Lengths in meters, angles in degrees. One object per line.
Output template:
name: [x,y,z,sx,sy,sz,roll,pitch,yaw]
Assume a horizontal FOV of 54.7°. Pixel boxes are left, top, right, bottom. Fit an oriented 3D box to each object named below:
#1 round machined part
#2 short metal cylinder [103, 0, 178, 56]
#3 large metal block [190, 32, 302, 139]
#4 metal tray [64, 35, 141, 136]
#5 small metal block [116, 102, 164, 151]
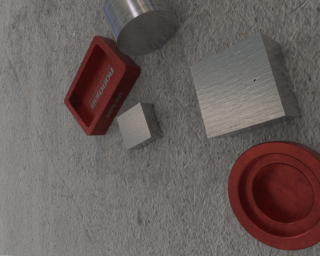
round machined part: [0.119,0.060,0.296,0.098,0.042,0.097,0,90,40]
short metal cylinder: [-0.025,-0.136,0.390,0.080,0.081,0.050,-38,67,33]
large metal block: [0.086,-0.038,0.318,0.080,0.050,0.080,-20,77,38]
metal tray: [-0.093,-0.063,0.478,0.090,0.030,0.129,48,118,29]
small metal block: [-0.028,-0.002,0.429,0.050,0.025,0.050,-29,72,36]
